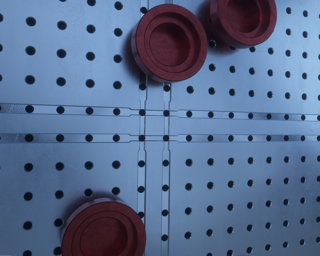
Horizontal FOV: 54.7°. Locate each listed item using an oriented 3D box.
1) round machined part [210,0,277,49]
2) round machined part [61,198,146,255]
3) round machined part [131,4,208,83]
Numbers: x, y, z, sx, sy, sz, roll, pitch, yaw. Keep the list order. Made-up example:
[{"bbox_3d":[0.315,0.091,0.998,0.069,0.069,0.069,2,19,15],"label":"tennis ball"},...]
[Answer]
[{"bbox_3d":[0.115,-0.163,0.448,0.099,0.042,0.097,0,90,-21],"label":"round machined part"},{"bbox_3d":[-0.070,0.134,0.379,0.099,0.042,0.097,0,90,-21],"label":"round machined part"},{"bbox_3d":[0.010,-0.108,0.408,0.099,0.042,0.097,0,90,-21],"label":"round machined part"}]
